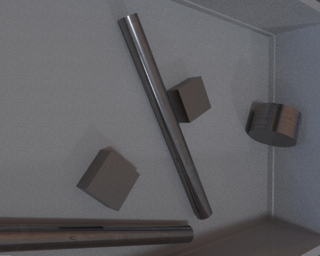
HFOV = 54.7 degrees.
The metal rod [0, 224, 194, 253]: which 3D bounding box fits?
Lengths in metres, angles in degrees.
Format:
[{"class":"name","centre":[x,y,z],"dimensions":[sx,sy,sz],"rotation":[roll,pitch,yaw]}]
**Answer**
[{"class":"metal rod","centre":[-0.074,0.121,0.346],"dimensions":[0.302,0.025,0.025],"rotation":[15,81,-39]}]

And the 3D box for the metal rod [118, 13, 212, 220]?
[{"class":"metal rod","centre":[0.014,-0.003,0.419],"dimensions":[0.025,0.025,0.298],"rotation":[-35,112,-35]}]

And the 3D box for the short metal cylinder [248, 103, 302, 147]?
[{"class":"short metal cylinder","centre":[0.202,-0.004,0.543],"dimensions":[0.080,0.080,0.050],"rotation":[30,71,-36]}]

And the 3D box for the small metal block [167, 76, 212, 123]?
[{"class":"small metal block","centre":[0.042,-0.041,0.444],"dimensions":[0.050,0.025,0.050],"rotation":[-34,111,-35]}]

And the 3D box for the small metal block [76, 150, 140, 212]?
[{"class":"small metal block","centre":[-0.059,0.060,0.359],"dimensions":[0.050,0.025,0.050],"rotation":[45,63,-31]}]
